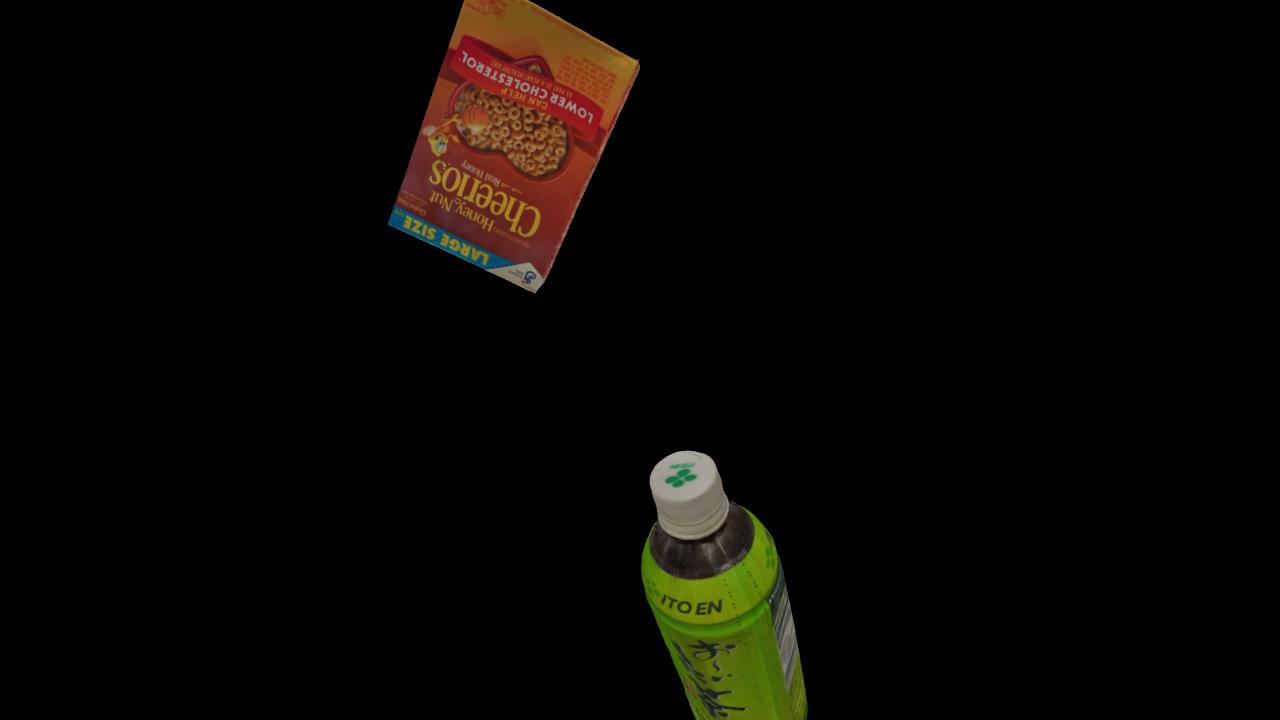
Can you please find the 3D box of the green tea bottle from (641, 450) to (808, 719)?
[{"bbox_3d":[0.045,0.132,0.323,0.073,0.212,0.073,-11,33,7],"label":"green tea bottle"}]

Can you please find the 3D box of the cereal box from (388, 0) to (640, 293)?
[{"bbox_3d":[-0.155,-0.260,0.750,0.203,0.306,0.081,26,19,-7],"label":"cereal box"}]
